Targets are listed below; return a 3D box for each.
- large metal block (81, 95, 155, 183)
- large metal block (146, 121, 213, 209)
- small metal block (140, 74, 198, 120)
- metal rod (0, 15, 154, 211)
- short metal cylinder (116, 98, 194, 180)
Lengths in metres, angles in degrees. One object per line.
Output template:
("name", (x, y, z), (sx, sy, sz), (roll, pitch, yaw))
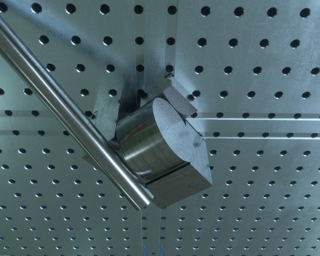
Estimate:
("large metal block", (-0.045, 0.020, 0.393), (0.050, 0.080, 0.080), (-30, 124, 23))
("large metal block", (0.018, 0.049, 0.415), (0.080, 0.080, 0.050), (-30, 124, 23))
("small metal block", (0.011, -0.031, 0.386), (0.050, 0.025, 0.050), (-34, 123, 25))
("metal rod", (-0.109, -0.033, 0.313), (0.025, 0.025, 0.300), (-34, 102, 25))
("short metal cylinder", (-0.004, 0.012, 0.353), (0.050, 0.080, 0.080), (-30, 125, 22))
